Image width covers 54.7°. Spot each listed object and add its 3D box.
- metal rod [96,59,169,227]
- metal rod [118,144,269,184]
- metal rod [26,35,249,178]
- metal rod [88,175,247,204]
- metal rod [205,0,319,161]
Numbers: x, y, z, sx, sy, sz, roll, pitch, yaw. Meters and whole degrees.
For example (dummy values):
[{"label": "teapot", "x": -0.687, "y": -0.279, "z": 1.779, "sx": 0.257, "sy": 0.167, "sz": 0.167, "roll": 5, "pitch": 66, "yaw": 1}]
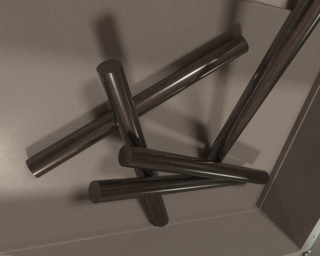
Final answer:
[{"label": "metal rod", "x": -0.023, "y": 0.045, "z": 0.402, "sx": 0.025, "sy": 0.025, "sz": 0.298, "roll": -26, "pitch": 135, "yaw": -13}, {"label": "metal rod", "x": 0.071, "y": 0.058, "z": 0.441, "sx": 0.302, "sy": 0.025, "sz": 0.025, "roll": 14, "pitch": 111, "yaw": -42}, {"label": "metal rod", "x": -0.020, "y": -0.031, "z": 0.379, "sx": 0.301, "sy": 0.025, "sz": 0.025, "roll": -32, "pitch": 129, "yaw": -8}, {"label": "metal rod", "x": 0.037, "y": 0.078, "z": 0.441, "sx": 0.302, "sy": 0.025, "sz": 0.025, "roll": 4, "pitch": 117, "yaw": -44}, {"label": "metal rod", "x": 0.105, "y": -0.027, "z": 0.369, "sx": 0.025, "sy": 0.025, "sz": 0.298, "roll": -16, "pitch": 151, "yaw": -20}]
